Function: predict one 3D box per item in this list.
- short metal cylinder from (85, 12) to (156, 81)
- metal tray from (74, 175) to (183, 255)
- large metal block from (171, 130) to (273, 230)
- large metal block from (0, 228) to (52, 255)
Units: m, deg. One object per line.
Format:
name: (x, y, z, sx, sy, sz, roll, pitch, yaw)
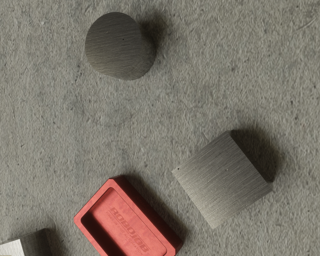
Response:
short metal cylinder: (-0.052, -0.106, 0.414, 0.080, 0.050, 0.080, 0, 90, 20)
metal tray: (-0.045, 0.141, 0.422, 0.130, 0.030, 0.090, 45, 104, 14)
large metal block: (0.075, 0.058, 0.369, 0.080, 0.050, 0.080, -39, 78, 16)
large metal block: (-0.213, 0.209, 0.471, 0.080, 0.050, 0.080, -22, 83, 18)
